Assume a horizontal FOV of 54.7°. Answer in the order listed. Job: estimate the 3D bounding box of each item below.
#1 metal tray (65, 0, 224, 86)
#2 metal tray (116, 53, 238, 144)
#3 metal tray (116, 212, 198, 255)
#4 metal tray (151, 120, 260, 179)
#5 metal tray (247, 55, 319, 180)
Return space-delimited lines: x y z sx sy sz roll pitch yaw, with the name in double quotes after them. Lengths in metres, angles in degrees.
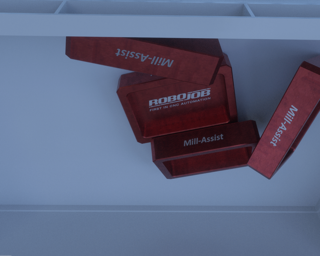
-0.013 -0.087 0.291 0.131 0.090 0.030 10 129 -9 "metal tray"
0.024 -0.033 0.377 0.131 0.030 0.090 -11 130 9 "metal tray"
-0.006 0.207 0.582 0.131 0.030 0.089 17 129 -15 "metal tray"
0.062 0.032 0.411 0.131 0.030 0.090 -11 154 9 "metal tray"
0.152 -0.013 0.346 0.030 0.091 0.129 35 124 25 "metal tray"
